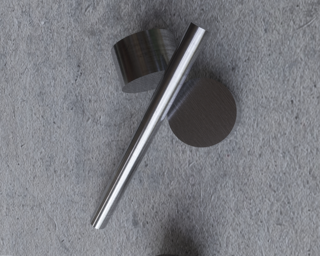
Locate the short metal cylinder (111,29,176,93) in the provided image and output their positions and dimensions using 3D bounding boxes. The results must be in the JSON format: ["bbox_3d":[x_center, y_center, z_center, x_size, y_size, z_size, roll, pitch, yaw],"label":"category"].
[{"bbox_3d":[-0.015,-0.081,0.385,0.080,0.080,0.050,-18,84,19],"label":"short metal cylinder"}]

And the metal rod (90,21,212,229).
[{"bbox_3d":[-0.023,0.015,0.378,0.025,0.025,0.298,36,116,16],"label":"metal rod"}]

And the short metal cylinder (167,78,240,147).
[{"bbox_3d":[0.055,-0.018,0.376,0.080,0.050,0.079,0,90,20],"label":"short metal cylinder"}]
